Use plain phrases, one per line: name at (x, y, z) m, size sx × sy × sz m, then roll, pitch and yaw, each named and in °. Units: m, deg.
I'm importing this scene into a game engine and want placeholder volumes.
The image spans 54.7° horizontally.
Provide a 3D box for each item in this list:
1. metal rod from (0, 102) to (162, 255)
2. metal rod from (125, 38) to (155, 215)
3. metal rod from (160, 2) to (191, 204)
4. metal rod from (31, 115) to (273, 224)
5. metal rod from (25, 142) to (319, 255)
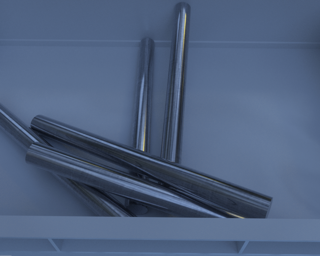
metal rod at (-0.121, 0.042, 0.362) m, size 0.300 × 0.025 × 0.025 m, roll 32°, pitch 57°, yaw 26°
metal rod at (-0.023, -0.027, 0.427) m, size 0.025 × 0.025 × 0.300 m, roll 1°, pitch 50°, yaw 0°
metal rod at (0.022, -0.052, 0.408) m, size 0.025 × 0.025 × 0.299 m, roll 4°, pitch 62°, yaw 3°
metal rod at (-0.032, 0.034, 0.343) m, size 0.300 × 0.025 × 0.025 m, roll 17°, pitch 52°, yaw 26°
metal rod at (0.008, 0.073, 0.315) m, size 0.301 × 0.025 × 0.025 m, roll 18°, pitch 52°, yaw 4°
